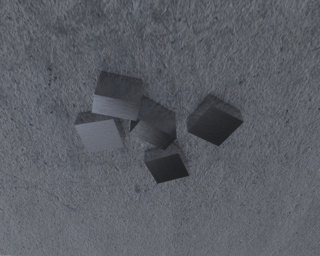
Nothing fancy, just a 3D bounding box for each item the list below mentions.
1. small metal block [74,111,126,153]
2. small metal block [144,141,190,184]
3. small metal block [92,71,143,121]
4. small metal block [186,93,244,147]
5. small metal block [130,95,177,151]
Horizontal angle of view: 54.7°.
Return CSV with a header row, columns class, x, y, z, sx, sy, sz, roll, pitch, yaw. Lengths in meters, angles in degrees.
class,x,y,z,sx,sy,sz,roll,pitch,yaw
small metal block,-0.077,0.003,0.409,0.050,0.025,0.050,-9,130,7
small metal block,0.011,0.051,0.450,0.050,0.025,0.050,-17,129,13
small metal block,-0.048,-0.038,0.358,0.050,0.050,0.025,11,129,-9
small metal block,0.070,-0.009,0.400,0.050,0.025,0.050,25,126,-20
small metal block,-0.008,-0.007,0.385,0.050,0.050,0.025,28,125,-22
